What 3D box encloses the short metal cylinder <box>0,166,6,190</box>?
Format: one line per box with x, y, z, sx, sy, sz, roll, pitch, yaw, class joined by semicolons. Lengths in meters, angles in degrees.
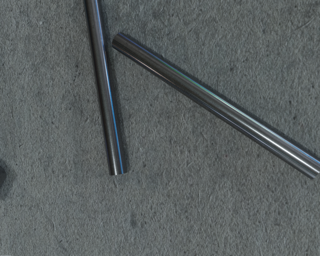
-0.290;0.084;0.480;0.080;0.080;0.050;33;101;16;short metal cylinder

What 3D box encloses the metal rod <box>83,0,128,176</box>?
-0.081;-0.084;0.436;0.025;0.025;0.298;-10;87;19;metal rod

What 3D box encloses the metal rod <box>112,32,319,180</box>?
0.060;-0.037;0.387;0.300;0.025;0.025;36;101;16;metal rod
